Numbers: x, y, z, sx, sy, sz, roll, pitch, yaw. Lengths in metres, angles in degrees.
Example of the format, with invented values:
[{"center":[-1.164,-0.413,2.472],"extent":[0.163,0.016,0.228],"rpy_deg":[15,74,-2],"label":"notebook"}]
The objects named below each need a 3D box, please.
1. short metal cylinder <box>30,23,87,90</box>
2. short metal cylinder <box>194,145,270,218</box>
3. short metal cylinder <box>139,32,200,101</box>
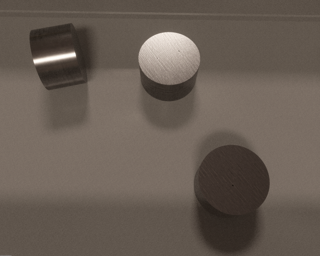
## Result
[{"center":[-0.133,-0.095,0.413],"extent":[0.050,0.080,0.080],"rpy_deg":[-12,71,-5],"label":"short metal cylinder"},{"center":[0.084,0.066,0.373],"extent":[0.081,0.050,0.080],"rpy_deg":[0,70,0],"label":"short metal cylinder"},{"center":[0.012,-0.083,0.427],"extent":[0.081,0.050,0.080],"rpy_deg":[0,70,0],"label":"short metal cylinder"}]
